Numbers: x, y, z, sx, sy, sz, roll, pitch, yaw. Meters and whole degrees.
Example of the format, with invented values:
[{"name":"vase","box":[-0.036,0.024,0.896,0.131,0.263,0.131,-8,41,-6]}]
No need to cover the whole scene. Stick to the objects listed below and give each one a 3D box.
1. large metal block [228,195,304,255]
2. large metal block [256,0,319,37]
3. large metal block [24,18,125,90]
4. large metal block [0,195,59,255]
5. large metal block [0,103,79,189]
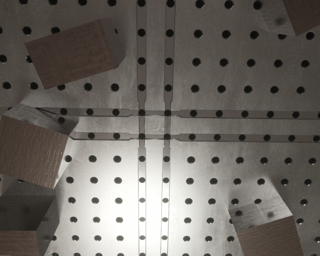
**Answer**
[{"name":"large metal block","box":[0.156,0.157,0.460,0.080,0.050,0.080,-19,109,6]},{"name":"large metal block","box":[0.139,-0.149,0.331,0.050,0.080,0.080,-27,108,9]},{"name":"large metal block","box":[-0.090,-0.087,0.351,0.080,0.080,0.050,-16,110,5]},{"name":"large metal block","box":[-0.195,0.138,0.432,0.081,0.080,0.050,0,110,-1]},{"name":"large metal block","box":[-0.162,0.023,0.406,0.080,0.050,0.079,19,109,-7]}]
